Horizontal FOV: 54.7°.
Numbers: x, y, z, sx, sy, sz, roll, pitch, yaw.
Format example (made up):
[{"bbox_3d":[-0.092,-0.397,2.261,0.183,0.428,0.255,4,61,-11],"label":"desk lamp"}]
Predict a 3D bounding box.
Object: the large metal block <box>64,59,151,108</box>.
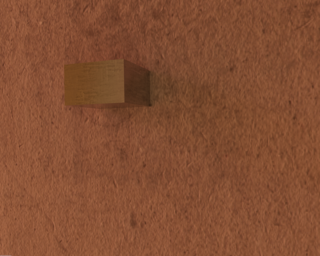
[{"bbox_3d":[-0.065,-0.053,0.402,0.080,0.080,0.050,-1,90,19],"label":"large metal block"}]
